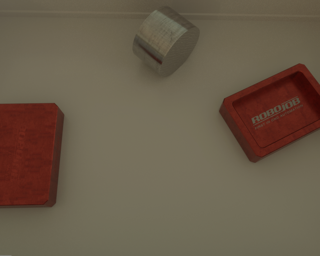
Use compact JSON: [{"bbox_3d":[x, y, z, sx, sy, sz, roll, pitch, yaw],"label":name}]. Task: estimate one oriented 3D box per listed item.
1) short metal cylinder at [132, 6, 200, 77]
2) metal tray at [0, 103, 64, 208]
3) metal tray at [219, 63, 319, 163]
[{"bbox_3d":[0.009,-0.117,0.423,0.050,0.080,0.080,41,75,13],"label":"short metal cylinder"},{"bbox_3d":[-0.176,0.034,0.393,0.091,0.030,0.130,-1,70,-1],"label":"metal tray"},{"bbox_3d":[0.159,-0.022,0.416,0.131,0.030,0.090,-25,72,-9],"label":"metal tray"}]
